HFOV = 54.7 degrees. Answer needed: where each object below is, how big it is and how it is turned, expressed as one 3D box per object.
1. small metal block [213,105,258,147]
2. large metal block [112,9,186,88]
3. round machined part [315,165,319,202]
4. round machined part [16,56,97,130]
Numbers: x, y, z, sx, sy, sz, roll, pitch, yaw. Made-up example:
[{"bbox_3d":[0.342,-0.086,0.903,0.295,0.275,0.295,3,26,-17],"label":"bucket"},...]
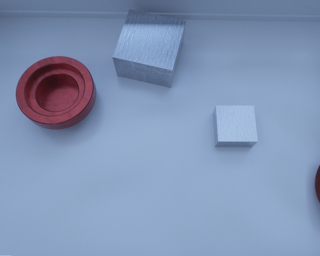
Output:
[{"bbox_3d":[0.099,-0.002,0.412,0.050,0.025,0.050,0,70,-1],"label":"small metal block"},{"bbox_3d":[-0.013,-0.111,0.437,0.080,0.050,0.080,13,70,4],"label":"large metal block"},{"bbox_3d":[0.238,0.068,0.359,0.042,0.098,0.098,20,67,-31],"label":"round machined part"},{"bbox_3d":[-0.134,-0.043,0.415,0.099,0.042,0.098,0,70,-1],"label":"round machined part"}]
